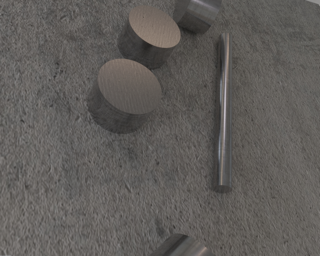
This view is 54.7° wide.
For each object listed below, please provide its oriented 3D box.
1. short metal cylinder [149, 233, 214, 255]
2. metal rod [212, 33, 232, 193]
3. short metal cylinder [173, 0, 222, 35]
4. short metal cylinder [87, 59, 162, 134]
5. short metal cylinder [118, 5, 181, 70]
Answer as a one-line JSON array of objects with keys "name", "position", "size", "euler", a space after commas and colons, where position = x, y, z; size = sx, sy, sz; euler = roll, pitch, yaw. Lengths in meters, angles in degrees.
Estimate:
[{"name": "short metal cylinder", "position": [0.020, 0.148, 0.289], "size": [0.050, 0.080, 0.080], "euler": [-31, 79, -38]}, {"name": "metal rod", "position": [0.100, -0.043, 0.483], "size": [0.025, 0.025, 0.300], "euler": [21, 54, -16]}, {"name": "short metal cylinder", "position": [0.063, -0.207, 0.528], "size": [0.050, 0.080, 0.080], "euler": [17, 55, -18]}, {"name": "short metal cylinder", "position": [-0.045, -0.039, 0.387], "size": [0.081, 0.050, 0.080], "euler": [14, 56, -21]}, {"name": "short metal cylinder", "position": [-0.017, -0.134, 0.460], "size": [0.081, 0.050, 0.080], "euler": [14, 56, -21]}]
